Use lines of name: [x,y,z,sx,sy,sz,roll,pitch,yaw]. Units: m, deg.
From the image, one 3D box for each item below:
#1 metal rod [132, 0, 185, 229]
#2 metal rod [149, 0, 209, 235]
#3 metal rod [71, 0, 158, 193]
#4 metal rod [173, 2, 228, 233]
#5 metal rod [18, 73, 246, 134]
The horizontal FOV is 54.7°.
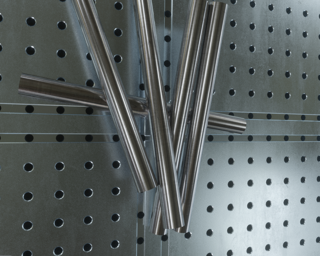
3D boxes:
metal rod: [-0.004,-0.030,0.384,0.025,0.025,0.298,-5,82,-20]
metal rod: [0.023,-0.009,0.396,0.025,0.025,0.298,7,97,-20]
metal rod: [-0.063,-0.070,0.367,0.025,0.025,0.299,-19,88,-19]
metal rod: [0.050,-0.008,0.405,0.025,0.025,0.298,6,98,-20]
metal rod: [-0.020,-0.027,0.406,0.302,0.025,0.025,10,87,-20]
